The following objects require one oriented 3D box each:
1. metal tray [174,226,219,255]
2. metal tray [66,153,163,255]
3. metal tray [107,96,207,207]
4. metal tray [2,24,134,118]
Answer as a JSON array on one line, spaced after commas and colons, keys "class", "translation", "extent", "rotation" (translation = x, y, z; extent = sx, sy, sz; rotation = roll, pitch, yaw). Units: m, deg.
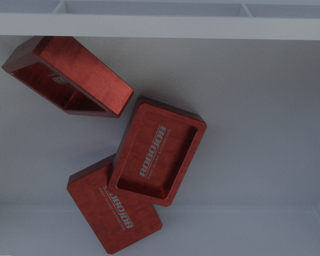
[{"class": "metal tray", "translation": [0.091, 0.236, 0.545], "extent": [0.030, 0.130, 0.090], "rotation": [-49, 128, -7]}, {"class": "metal tray", "translation": [-0.064, 0.110, 0.453], "extent": [0.090, 0.030, 0.129], "rotation": [-27, 107, -4]}, {"class": "metal tray", "translation": [-0.007, 0.033, 0.404], "extent": [0.091, 0.030, 0.129], "rotation": [18, 107, -15]}, {"class": "metal tray", "translation": [-0.096, -0.049, 0.309], "extent": [0.090, 0.030, 0.130], "rotation": [39, 160, -32]}]
